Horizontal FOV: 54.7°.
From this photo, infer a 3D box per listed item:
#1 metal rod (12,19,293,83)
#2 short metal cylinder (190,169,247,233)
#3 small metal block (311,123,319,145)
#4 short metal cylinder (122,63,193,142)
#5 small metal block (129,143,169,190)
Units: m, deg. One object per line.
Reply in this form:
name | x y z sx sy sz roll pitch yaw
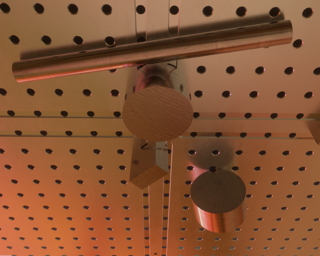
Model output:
metal rod | -0.013 -0.083 0.340 0.302 0.025 0.025 -7 130 6
short metal cylinder | 0.090 0.110 0.469 0.080 0.080 0.050 -9 130 7
small metal block | 0.245 0.004 0.417 0.050 0.025 0.050 17 128 -15
short metal cylinder | -0.002 -0.029 0.370 0.081 0.050 0.079 0 130 0
small metal block | -0.015 0.051 0.438 0.050 0.050 0.025 -36 122 26
